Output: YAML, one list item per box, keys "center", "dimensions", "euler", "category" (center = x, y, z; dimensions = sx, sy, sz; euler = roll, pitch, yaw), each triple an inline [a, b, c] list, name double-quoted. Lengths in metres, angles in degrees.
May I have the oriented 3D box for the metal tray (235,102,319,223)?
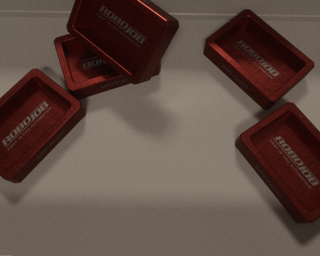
- center: [0.172, 0.042, 0.393]
  dimensions: [0.090, 0.030, 0.130]
  euler: [-32, 74, -12]
  category: "metal tray"

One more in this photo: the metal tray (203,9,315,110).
- center: [0.139, -0.101, 0.445]
  dimensions: [0.090, 0.030, 0.130]
  euler: [-40, 75, -14]
  category: "metal tray"

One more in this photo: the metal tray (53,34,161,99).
- center: [-0.074, -0.103, 0.443]
  dimensions: [0.131, 0.030, 0.090]
  euler: [-19, 71, -7]
  category: "metal tray"

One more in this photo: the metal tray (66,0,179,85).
- center: [-0.051, -0.128, 0.390]
  dimensions: [0.130, 0.089, 0.030]
  euler: [40, 32, 12]
  category: "metal tray"

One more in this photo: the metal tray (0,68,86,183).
- center: [-0.175, -0.005, 0.406]
  dimensions: [0.090, 0.030, 0.130]
  euler: [37, 74, 12]
  category: "metal tray"
